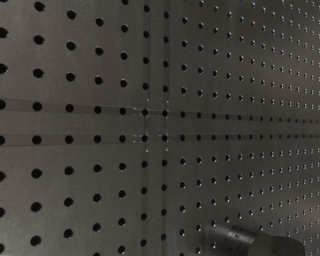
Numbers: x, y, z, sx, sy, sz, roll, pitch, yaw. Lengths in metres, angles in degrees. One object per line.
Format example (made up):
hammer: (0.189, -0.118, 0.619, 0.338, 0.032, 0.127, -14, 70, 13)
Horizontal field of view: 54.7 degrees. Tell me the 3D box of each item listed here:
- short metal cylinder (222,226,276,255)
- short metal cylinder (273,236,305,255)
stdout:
short metal cylinder: (0.150, 0.211, 0.519, 0.081, 0.050, 0.079, 1, 89, -37)
short metal cylinder: (0.221, 0.238, 0.563, 0.081, 0.080, 0.050, -10, 97, -40)
